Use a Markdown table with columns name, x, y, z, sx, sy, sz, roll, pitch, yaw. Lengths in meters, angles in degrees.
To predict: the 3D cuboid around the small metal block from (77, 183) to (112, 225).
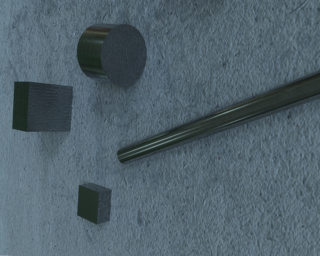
| name | x | y | z | sx | sy | sz | roll | pitch | yaw |
| --- | --- | --- | --- | --- | --- | --- | --- | --- | --- |
| small metal block | -0.104 | 0.119 | 0.491 | 0.050 | 0.025 | 0.050 | 8 | 95 | 39 |

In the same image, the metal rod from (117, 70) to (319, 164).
| name | x | y | z | sx | sy | sz | roll | pitch | yaw |
| --- | --- | --- | --- | --- | --- | --- | --- | --- | --- |
| metal rod | 0.058 | -0.004 | 0.356 | 0.299 | 0.025 | 0.025 | -22 | 76 | 37 |

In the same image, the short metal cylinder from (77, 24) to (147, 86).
| name | x | y | z | sx | sy | sz | roll | pitch | yaw |
| --- | --- | --- | --- | --- | --- | --- | --- | --- | --- |
| short metal cylinder | -0.064 | -0.100 | 0.422 | 0.050 | 0.081 | 0.079 | 17 | 101 | 39 |

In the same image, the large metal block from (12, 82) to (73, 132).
| name | x | y | z | sx | sy | sz | roll | pitch | yaw |
| --- | --- | --- | --- | --- | --- | --- | --- | --- | --- |
| large metal block | -0.202 | -0.036 | 0.536 | 0.050 | 0.081 | 0.079 | 7 | 95 | 40 |
